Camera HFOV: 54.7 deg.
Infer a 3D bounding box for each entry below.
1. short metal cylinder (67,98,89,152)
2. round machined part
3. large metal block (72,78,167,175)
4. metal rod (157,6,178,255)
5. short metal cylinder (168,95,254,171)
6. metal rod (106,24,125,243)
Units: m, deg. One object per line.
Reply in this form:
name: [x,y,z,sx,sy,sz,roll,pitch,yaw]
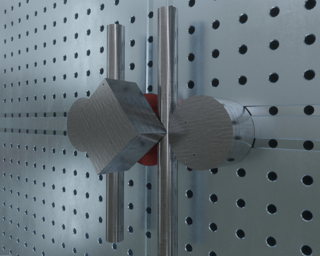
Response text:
short metal cylinder: [-0.097,-0.005,0.474,0.080,0.050,0.080,0,90,40]
round machined part: [-0.018,0.002,0.414,0.098,0.042,0.097,0,90,40]
large metal block: [-0.051,-0.001,0.374,0.080,0.050,0.080,-46,63,30]
metal rod: [0.009,0.006,0.375,0.025,0.025,0.298,0,90,40]
short metal cylinder: [0.056,0.005,0.346,0.080,0.050,0.080,0,90,40]
metal rod: [-0.063,0.007,0.434,0.025,0.025,0.298,1,90,40]
